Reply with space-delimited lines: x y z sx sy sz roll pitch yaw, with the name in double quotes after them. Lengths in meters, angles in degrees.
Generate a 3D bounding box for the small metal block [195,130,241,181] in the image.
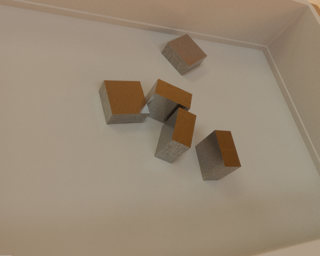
0.075 0.037 0.407 0.025 0.050 0.050 4 60 -26 "small metal block"

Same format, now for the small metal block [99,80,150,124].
-0.047 -0.033 0.401 0.050 0.025 0.050 -3 63 -30 "small metal block"

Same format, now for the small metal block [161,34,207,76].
0.039 -0.119 0.499 0.050 0.025 0.050 49 51 6 "small metal block"

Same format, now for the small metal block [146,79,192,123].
0.008 -0.032 0.413 0.050 0.050 0.025 23 53 -15 "small metal block"

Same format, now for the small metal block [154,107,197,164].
0.020 0.010 0.394 0.025 0.050 0.050 25 53 -13 "small metal block"
